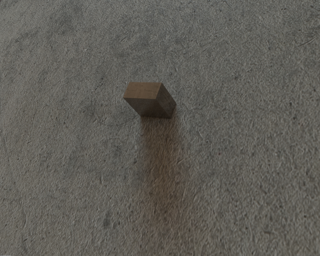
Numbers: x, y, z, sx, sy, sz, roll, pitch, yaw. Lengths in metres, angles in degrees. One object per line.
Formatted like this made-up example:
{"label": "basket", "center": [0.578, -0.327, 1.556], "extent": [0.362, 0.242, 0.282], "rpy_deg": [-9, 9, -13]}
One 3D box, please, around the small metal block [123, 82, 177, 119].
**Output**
{"label": "small metal block", "center": [-0.013, -0.037, 0.417], "extent": [0.050, 0.050, 0.025], "rpy_deg": [6, 65, 30]}
